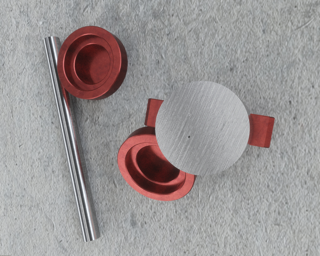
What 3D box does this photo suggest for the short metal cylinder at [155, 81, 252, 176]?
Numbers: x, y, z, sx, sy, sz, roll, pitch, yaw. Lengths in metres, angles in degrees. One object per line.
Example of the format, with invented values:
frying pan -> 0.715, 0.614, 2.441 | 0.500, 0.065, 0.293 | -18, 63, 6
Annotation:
short metal cylinder -> 0.042, 0.000, 0.284 | 0.080, 0.050, 0.079 | 0, 90, 19

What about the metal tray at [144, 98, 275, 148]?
metal tray -> 0.059, -0.007, 0.353 | 0.130, 0.090, 0.030 | 10, 94, 19

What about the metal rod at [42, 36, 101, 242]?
metal rod -> -0.130, 0.013, 0.453 | 0.025, 0.025, 0.298 | -14, 85, 19

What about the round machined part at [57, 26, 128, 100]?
round machined part -> -0.089, -0.087, 0.430 | 0.098, 0.042, 0.097 | 0, 90, 19

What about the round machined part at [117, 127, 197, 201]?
round machined part -> 0.001, 0.040, 0.385 | 0.098, 0.042, 0.097 | 10, 122, 17
